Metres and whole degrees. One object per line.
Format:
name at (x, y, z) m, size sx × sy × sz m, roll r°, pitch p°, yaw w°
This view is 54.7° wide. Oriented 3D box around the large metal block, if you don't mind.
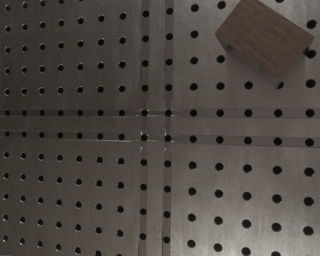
large metal block at (0.114, -0.092, 0.343) m, size 0.080 × 0.080 × 0.050 m, roll 41°, pitch 103°, yaw 15°
